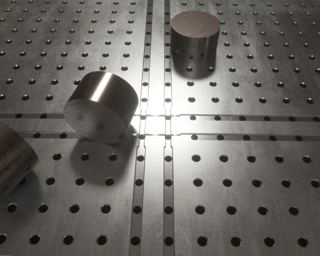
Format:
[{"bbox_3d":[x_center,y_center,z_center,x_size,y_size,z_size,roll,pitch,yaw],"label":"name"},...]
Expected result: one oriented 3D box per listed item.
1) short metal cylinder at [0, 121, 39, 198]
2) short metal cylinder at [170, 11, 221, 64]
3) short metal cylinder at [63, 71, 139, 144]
[{"bbox_3d":[-0.185,0.033,0.342,0.080,0.080,0.050,22,53,17],"label":"short metal cylinder"},{"bbox_3d":[0.058,-0.154,0.521,0.081,0.050,0.080,0,50,0],"label":"short metal cylinder"},{"bbox_3d":[-0.073,-0.025,0.392,0.080,0.080,0.050,11,51,9],"label":"short metal cylinder"}]
